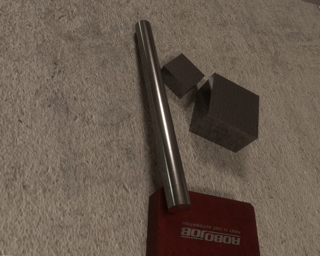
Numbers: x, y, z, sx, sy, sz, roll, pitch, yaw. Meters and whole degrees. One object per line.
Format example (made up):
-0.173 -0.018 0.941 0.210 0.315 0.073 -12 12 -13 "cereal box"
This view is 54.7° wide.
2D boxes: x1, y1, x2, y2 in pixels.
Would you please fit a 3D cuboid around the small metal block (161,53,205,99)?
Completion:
0.032 -0.079 0.472 0.050 0.025 0.050 46 51 3 "small metal block"

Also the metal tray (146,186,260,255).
0.051 0.124 0.354 0.131 0.030 0.090 15 55 -20 "metal tray"

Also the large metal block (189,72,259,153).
0.096 -0.022 0.455 0.080 0.050 0.080 25 53 -13 "large metal block"

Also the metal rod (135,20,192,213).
-0.003 -0.038 0.405 0.025 0.025 0.299 7 52 -25 "metal rod"
